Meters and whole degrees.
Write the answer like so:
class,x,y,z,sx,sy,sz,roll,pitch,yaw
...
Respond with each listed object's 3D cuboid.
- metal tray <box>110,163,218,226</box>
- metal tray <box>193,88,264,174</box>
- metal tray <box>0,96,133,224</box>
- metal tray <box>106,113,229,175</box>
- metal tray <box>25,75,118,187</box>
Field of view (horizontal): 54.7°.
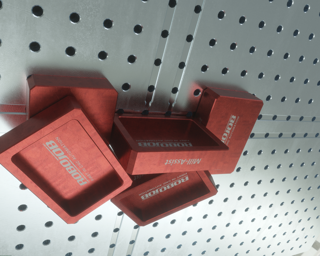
class,x,y,z,sx,sy,sz,roll,pitch,yaw
metal tray,0.006,0.086,0.442,0.130,0.030,0.090,-26,131,10
metal tray,0.090,0.009,0.463,0.091,0.030,0.129,3,117,-30
metal tray,-0.098,0.040,0.339,0.090,0.030,0.130,-33,130,-7
metal tray,0.008,0.017,0.384,0.131,0.090,0.030,1,118,-30
metal tray,-0.105,0.007,0.356,0.091,0.030,0.129,-1,120,-28
